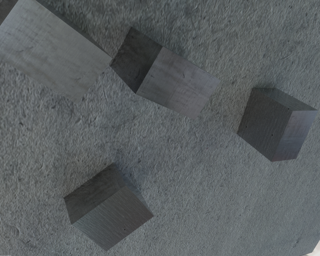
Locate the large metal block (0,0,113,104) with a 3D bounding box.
[{"bbox_3d":[-0.099,-0.076,0.270,0.080,0.080,0.050,33,100,-39],"label":"large metal block"}]

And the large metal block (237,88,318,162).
[{"bbox_3d":[0.170,-0.007,0.459,0.050,0.080,0.079,-2,120,-27],"label":"large metal block"}]

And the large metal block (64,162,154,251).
[{"bbox_3d":[-0.068,0.107,0.420,0.080,0.050,0.080,-36,129,-5],"label":"large metal block"}]

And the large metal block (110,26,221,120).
[{"bbox_3d":[0.004,-0.060,0.336,0.080,0.080,0.050,21,107,-36],"label":"large metal block"}]
